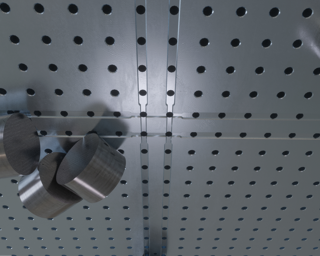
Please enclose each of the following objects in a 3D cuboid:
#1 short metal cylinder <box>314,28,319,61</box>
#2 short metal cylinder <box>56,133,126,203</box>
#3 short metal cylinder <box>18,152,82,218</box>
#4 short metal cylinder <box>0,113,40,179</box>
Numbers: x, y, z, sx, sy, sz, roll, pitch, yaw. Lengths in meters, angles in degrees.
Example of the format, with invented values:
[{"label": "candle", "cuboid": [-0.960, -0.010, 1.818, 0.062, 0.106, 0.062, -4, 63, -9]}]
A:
[{"label": "short metal cylinder", "cuboid": [0.213, -0.086, 0.324, 0.081, 0.050, 0.079, 0, 130, 0]}, {"label": "short metal cylinder", "cuboid": [-0.093, 0.054, 0.420, 0.080, 0.080, 0.050, -32, 123, 24]}, {"label": "short metal cylinder", "cuboid": [-0.151, 0.081, 0.443, 0.050, 0.080, 0.080, -35, 122, 26]}, {"label": "short metal cylinder", "cuboid": [-0.197, 0.024, 0.394, 0.050, 0.080, 0.080, -9, 130, 7]}]
